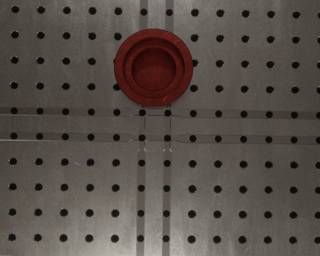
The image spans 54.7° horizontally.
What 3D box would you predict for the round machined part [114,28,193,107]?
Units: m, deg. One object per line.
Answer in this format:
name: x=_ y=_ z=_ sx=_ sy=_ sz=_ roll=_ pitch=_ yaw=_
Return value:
round machined part: x=-0.008 y=-0.075 z=0.405 sx=0.099 sy=0.042 sz=0.097 roll=0 pitch=90 yaw=-1
